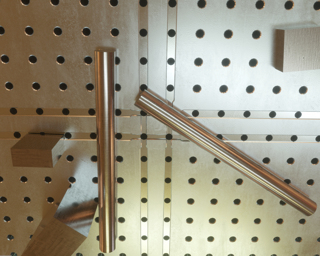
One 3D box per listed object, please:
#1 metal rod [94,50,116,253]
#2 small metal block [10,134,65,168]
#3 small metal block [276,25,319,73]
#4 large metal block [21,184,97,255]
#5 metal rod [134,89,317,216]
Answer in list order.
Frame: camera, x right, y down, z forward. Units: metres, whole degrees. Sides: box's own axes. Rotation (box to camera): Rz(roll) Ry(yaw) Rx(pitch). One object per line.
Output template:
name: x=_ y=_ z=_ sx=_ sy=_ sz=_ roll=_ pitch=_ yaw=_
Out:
metal rod: x=-0.074 y=0.046 z=0.429 sx=0.025 sy=0.025 sz=0.298 roll=2 pitch=110 yaw=-1
small metal block: x=-0.159 y=0.029 z=0.409 sx=0.050 sy=0.050 sz=0.025 roll=2 pitch=110 yaw=-1
small metal block: x=0.172 y=-0.097 z=0.379 sx=0.050 sy=0.025 sz=0.050 roll=-5 pitch=110 yaw=2
large metal block: x=-0.137 y=0.139 z=0.434 sx=0.050 sy=0.080 sz=0.080 roll=37 pitch=106 yaw=-13
metal rod: x=0.098 y=0.040 z=0.428 sx=0.301 sy=0.025 sz=0.025 roll=33 pitch=107 yaw=-12
